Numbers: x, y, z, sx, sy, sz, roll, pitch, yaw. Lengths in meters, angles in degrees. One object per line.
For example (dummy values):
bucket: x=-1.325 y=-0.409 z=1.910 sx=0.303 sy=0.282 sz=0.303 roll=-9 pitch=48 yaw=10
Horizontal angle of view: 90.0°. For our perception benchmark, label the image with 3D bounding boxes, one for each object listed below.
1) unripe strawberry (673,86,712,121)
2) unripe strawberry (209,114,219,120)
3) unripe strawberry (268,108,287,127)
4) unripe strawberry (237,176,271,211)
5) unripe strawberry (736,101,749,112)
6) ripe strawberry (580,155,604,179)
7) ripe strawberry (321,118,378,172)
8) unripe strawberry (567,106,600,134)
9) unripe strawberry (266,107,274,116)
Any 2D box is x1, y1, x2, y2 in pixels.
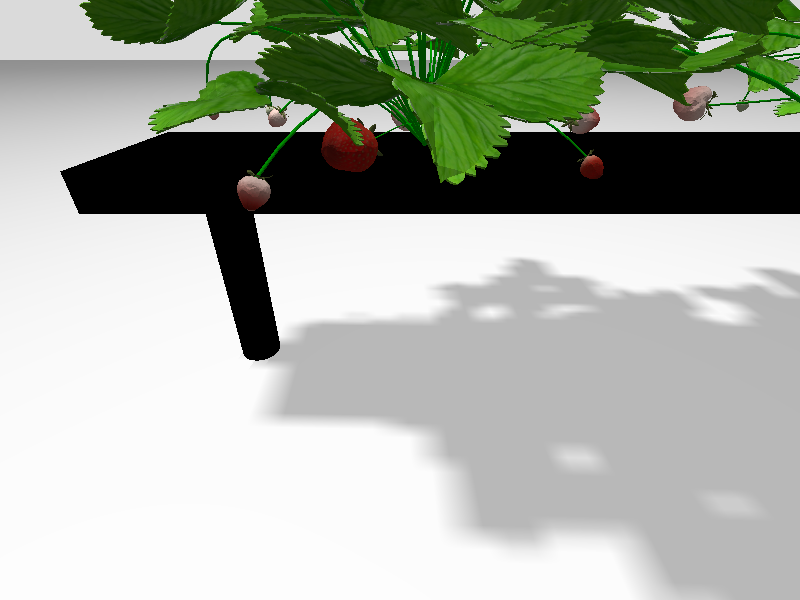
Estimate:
unripe strawberry: x=0.315 y=-0.213 z=0.433 sx=0.033 sy=0.034 sz=0.030 roll=24 pitch=39 yaw=33
unripe strawberry: x=-0.189 y=-0.189 z=0.405 sx=0.010 sy=0.012 sz=0.012 roll=13 pitch=35 yaw=20
unripe strawberry: x=-0.123 y=-0.181 z=0.399 sx=0.019 sy=0.017 sz=0.019 roll=-27 pitch=10 yaw=42
unripe strawberry: x=-0.073 y=-0.053 z=0.200 sx=0.016 sy=0.017 sz=0.016 roll=18 pitch=3 yaw=26
unripe strawberry: x=0.382 y=-0.216 z=0.447 sx=0.011 sy=0.011 sz=0.011 roll=-18 pitch=37 yaw=-26
ripe strawberry: x=0.118 y=-0.081 z=0.245 sx=0.015 sy=0.015 sz=0.013 roll=-27 pitch=-5 yaw=-36
ripe strawberry: x=-0.033 y=-0.096 z=0.250 sx=0.036 sy=0.031 sz=0.036 roll=18 pitch=37 yaw=26
unripe strawberry: x=0.169 y=-0.165 z=0.366 sx=0.025 sy=0.024 sz=0.027 roll=-8 pitch=33 yaw=-16
unripe strawberry: x=-0.129 y=-0.189 z=0.404 sx=0.011 sy=0.011 sz=0.011 roll=18 pitch=37 yaw=26
